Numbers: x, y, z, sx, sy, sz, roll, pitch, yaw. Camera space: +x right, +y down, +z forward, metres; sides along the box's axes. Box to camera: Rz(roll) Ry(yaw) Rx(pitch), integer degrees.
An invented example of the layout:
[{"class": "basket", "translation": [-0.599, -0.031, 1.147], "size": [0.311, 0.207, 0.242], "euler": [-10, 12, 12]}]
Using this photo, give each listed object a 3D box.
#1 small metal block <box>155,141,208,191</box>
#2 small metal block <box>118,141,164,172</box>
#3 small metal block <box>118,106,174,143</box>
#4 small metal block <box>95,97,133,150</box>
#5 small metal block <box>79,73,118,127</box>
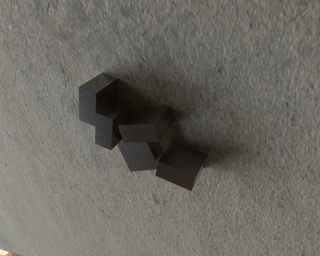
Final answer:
[{"class": "small metal block", "translation": [0.029, 0.048, 0.404], "size": [0.050, 0.050, 0.025], "euler": [21, 126, 15]}, {"class": "small metal block", "translation": [-0.026, 0.033, 0.439], "size": [0.050, 0.025, 0.050], "euler": [-10, 114, 32]}, {"class": "small metal block", "translation": [-0.017, -0.005, 0.395], "size": [0.050, 0.050, 0.025], "euler": [-2, 117, 29]}, {"class": "small metal block", "translation": [-0.062, -0.007, 0.418], "size": [0.025, 0.050, 0.050], "euler": [21, 126, 15]}, {"class": "small metal block", "translation": [-0.081, -0.038, 0.408], "size": [0.025, 0.050, 0.050], "euler": [21, 126, 16]}]
